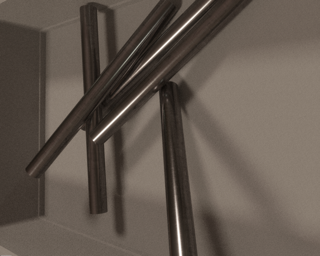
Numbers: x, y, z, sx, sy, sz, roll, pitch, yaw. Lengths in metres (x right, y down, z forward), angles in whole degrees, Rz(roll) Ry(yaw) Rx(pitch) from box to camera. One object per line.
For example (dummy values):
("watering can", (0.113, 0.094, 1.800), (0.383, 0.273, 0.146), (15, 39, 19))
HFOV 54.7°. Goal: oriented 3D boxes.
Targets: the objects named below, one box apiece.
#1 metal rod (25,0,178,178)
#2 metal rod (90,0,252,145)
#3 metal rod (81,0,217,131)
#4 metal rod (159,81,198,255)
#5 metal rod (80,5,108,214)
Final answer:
("metal rod", (-0.084, -0.048, 0.419), (0.299, 0.025, 0.025), (-49, 60, 9))
("metal rod", (0.016, -0.079, 0.367), (0.299, 0.025, 0.025), (-42, 65, 23))
("metal rod", (-0.025, -0.082, 0.425), (0.299, 0.025, 0.025), (-38, 67, 33))
("metal rod", (0.018, 0.069, 0.310), (0.025, 0.025, 0.300), (-34, 44, 34))
("metal rod", (-0.097, -0.029, 0.450), (0.025, 0.025, 0.298), (-7, 85, 39))
